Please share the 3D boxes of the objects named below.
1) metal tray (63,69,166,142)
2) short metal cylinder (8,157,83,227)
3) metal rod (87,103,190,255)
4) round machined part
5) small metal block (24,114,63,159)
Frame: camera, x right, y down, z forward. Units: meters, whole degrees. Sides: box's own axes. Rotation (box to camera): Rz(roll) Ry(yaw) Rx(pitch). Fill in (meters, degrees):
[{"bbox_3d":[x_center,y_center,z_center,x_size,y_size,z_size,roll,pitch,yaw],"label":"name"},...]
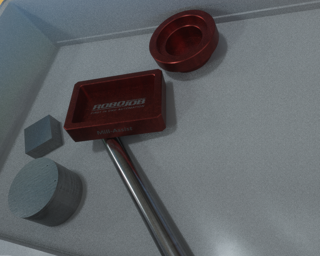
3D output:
[{"bbox_3d":[-0.059,-0.032,0.427,0.131,0.030,0.090,-7,51,10],"label":"metal tray"},{"bbox_3d":[-0.152,0.086,0.415,0.080,0.050,0.080,-13,56,20],"label":"short metal cylinder"},{"bbox_3d":[-0.048,0.043,0.402,0.025,0.025,0.300,-38,51,2],"label":"metal rod"},{"bbox_3d":[0.037,-0.119,0.447,0.098,0.042,0.098,-13,56,20],"label":"round machined part"},{"bbox_3d":[-0.186,0.014,0.492,0.050,0.025,0.050,-29,52,9],"label":"small metal block"}]
